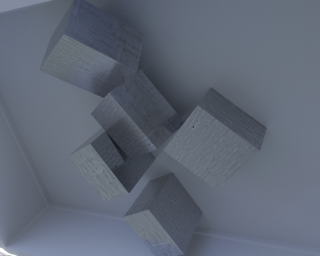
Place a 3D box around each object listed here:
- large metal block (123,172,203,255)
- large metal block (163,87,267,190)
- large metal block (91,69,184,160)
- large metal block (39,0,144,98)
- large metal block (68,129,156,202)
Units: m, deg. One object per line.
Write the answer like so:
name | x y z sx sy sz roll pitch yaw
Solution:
large metal block | 0.008 0.125 0.445 0.050 0.080 0.080 -28 103 37
large metal block | 0.064 0.014 0.366 0.080 0.050 0.080 37 129 3
large metal block | -0.030 -0.012 0.381 0.080 0.050 0.080 50 150 -6
large metal block | -0.076 -0.084 0.345 0.080 0.050 0.080 23 151 -29
large metal block | -0.063 0.041 0.430 0.050 0.080 0.080 -27 104 37
